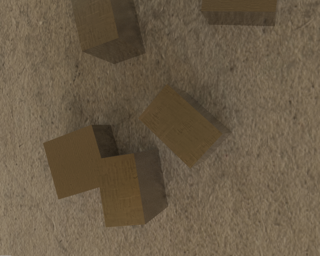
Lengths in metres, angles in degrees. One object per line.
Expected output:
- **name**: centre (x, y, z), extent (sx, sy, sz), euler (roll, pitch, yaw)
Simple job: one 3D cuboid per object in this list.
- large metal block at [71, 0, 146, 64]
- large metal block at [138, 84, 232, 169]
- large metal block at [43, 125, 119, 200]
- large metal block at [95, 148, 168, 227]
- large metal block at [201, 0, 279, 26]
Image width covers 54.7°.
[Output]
- **large metal block**: centre (-0.065, -0.136, 0.402), extent (0.050, 0.080, 0.080), euler (-15, 85, 19)
- **large metal block**: centre (0.033, -0.003, 0.367), extent (0.080, 0.080, 0.050), euler (44, 104, 14)
- **large metal block**: centre (-0.104, 0.046, 0.431), extent (0.080, 0.050, 0.080), euler (-19, 84, 18)
- **large metal block**: centre (-0.033, 0.071, 0.390), extent (0.050, 0.080, 0.080), euler (-11, 87, 19)
- **large metal block**: centre (0.098, -0.167, 0.361), extent (0.080, 0.050, 0.079), euler (8, 93, 19)
